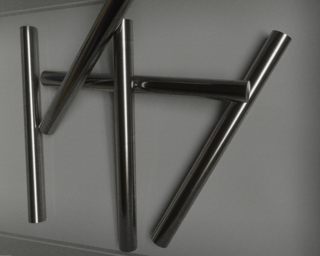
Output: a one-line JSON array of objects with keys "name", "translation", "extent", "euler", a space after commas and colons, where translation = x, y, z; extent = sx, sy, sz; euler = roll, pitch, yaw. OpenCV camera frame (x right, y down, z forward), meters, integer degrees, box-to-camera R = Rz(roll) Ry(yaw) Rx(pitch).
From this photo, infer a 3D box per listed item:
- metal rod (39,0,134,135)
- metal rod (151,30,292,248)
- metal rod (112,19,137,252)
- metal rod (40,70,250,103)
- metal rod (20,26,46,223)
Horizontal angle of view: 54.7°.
[{"name": "metal rod", "translation": [-0.091, -0.086, 0.383], "extent": [0.025, 0.025, 0.298], "euler": [53, 128, 12]}, {"name": "metal rod", "translation": [0.071, 0.021, 0.385], "extent": [0.025, 0.025, 0.299], "euler": [32, 100, 17]}, {"name": "metal rod", "translation": [-0.044, 0.018, 0.398], "extent": [0.025, 0.025, 0.298], "euler": [4, 102, 20]}, {"name": "metal rod", "translation": [-0.037, -0.058, 0.409], "extent": [0.301, 0.025, 0.025], "euler": [7, 93, 24]}, {"name": "metal rod", "translation": [-0.197, -0.006, 0.480], "extent": [0.025, 0.025, 0.298], "euler": [-3, 89, 20]}]
